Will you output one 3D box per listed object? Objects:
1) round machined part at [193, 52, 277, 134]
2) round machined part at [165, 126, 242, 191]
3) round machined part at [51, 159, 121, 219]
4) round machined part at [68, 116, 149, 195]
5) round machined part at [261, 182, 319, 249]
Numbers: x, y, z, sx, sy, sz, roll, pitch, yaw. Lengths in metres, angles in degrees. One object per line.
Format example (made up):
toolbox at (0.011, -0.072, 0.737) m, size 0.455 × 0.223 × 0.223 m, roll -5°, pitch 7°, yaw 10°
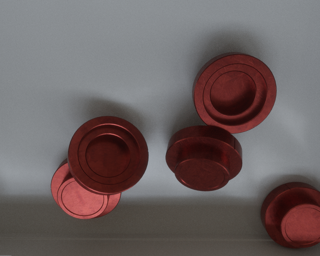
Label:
round machined part at (0.089, -0.045, 0.387) m, size 0.099 × 0.042 × 0.097 m, roll 0°, pitch 110°, yaw -1°
round machined part at (0.055, 0.045, 0.399) m, size 0.099 × 0.042 × 0.097 m, roll 7°, pitch 136°, yaw 7°
round machined part at (-0.104, 0.087, 0.433) m, size 0.099 × 0.042 × 0.097 m, roll 0°, pitch 110°, yaw -1°
round machined part at (-0.067, 0.037, 0.397) m, size 0.099 × 0.042 × 0.098 m, roll 6°, pitch 71°, yaw -18°
round machined part at (0.201, 0.131, 0.447) m, size 0.099 × 0.042 × 0.097 m, roll 0°, pitch 102°, yaw 0°
